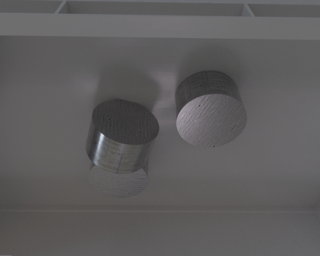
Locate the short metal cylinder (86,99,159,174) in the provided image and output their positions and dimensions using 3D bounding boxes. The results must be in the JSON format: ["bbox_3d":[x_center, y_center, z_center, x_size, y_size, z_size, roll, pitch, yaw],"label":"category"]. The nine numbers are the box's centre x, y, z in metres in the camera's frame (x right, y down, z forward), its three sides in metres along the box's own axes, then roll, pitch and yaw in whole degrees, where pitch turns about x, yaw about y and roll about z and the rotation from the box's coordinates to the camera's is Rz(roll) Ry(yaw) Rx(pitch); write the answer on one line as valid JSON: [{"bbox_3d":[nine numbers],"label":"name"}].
[{"bbox_3d":[-0.047,0.009,0.380,0.081,0.080,0.050,13,129,-11],"label":"short metal cylinder"}]

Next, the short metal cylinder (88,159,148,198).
[{"bbox_3d":[-0.056,0.054,0.438,0.081,0.050,0.079,0,130,0],"label":"short metal cylinder"}]

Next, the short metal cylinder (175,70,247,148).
[{"bbox_3d":[0.059,-0.022,0.374,0.081,0.050,0.079,0,130,0],"label":"short metal cylinder"}]
